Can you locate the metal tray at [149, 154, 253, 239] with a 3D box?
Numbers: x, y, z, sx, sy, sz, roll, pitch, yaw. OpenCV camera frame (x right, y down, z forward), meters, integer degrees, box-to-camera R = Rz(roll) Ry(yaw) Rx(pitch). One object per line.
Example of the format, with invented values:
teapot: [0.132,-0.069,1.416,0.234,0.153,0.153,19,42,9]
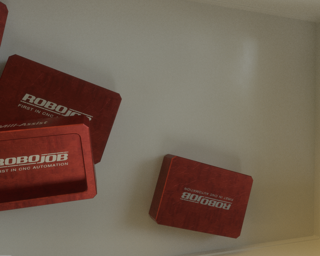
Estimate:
metal tray: [0.059,0.095,0.430,0.131,0.030,0.090,17,84,-19]

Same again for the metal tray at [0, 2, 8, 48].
metal tray: [-0.206,-0.078,0.300,0.030,0.090,0.129,9,86,19]

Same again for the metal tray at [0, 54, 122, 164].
metal tray: [-0.121,-0.019,0.363,0.131,0.030,0.090,20,83,-19]

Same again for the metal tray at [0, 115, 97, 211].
metal tray: [-0.138,0.038,0.330,0.131,0.030,0.089,-6,112,-11]
